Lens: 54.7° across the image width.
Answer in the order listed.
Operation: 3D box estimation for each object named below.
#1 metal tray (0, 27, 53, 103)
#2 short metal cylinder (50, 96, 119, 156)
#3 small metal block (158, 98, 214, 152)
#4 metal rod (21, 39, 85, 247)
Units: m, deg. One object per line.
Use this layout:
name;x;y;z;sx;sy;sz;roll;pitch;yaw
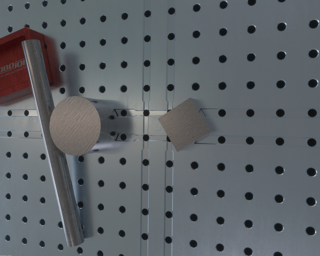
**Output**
metal tray;-0.241;-0.095;0.495;0.130;0.030;0.090;-15;85;19
short metal cylinder;-0.106;-0.003;0.437;0.080;0.050;0.080;0;90;20
small metal block;0.034;-0.004;0.401;0.050;0.025;0.050;-33;80;17
metal rod;-0.154;0.024;0.448;0.025;0.025;0.298;-11;93;20
